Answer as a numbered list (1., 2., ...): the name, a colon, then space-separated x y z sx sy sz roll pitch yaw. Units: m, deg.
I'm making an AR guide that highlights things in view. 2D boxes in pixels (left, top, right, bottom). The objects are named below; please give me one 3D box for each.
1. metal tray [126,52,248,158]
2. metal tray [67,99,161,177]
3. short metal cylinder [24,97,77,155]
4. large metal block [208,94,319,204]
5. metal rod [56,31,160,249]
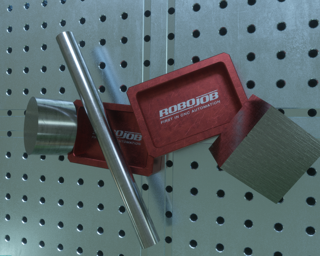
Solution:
1. metal tray: 0.036 -0.026 0.377 0.131 0.030 0.090 -20 83 2
2. metal tray: -0.062 0.011 0.431 0.130 0.030 0.089 7 92 19
3. short metal cylinder: -0.155 -0.001 0.435 0.080 0.050 0.080 -8 80 54
4. large metal block: 0.115 0.022 0.340 0.080 0.050 0.080 33 103 -15
5. metal rod: -0.071 0.009 0.406 0.025 0.025 0.299 -27 81 18
